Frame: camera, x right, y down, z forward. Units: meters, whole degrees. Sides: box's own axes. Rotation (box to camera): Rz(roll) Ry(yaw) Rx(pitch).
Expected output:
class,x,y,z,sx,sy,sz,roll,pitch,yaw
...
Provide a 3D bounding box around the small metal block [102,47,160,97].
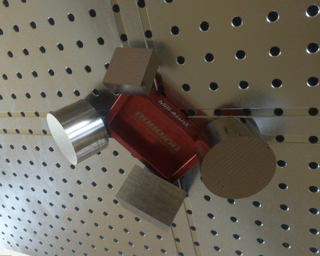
class,x,y,z,sx,sy,sz,roll,pitch,yaw
small metal block,-0.033,-0.067,0.368,0.050,0.050,0.025,9,160,23

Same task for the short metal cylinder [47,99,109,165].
class,x,y,z,sx,sy,sz,roll,pitch,yaw
short metal cylinder,-0.117,0.005,0.441,0.080,0.050,0.079,37,143,35

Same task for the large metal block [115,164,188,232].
class,x,y,z,sx,sy,sz,roll,pitch,yaw
large metal block,-0.011,0.103,0.442,0.080,0.050,0.080,27,158,10

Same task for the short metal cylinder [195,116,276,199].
class,x,y,z,sx,sy,sz,roll,pitch,yaw
short metal cylinder,0.083,0.033,0.352,0.081,0.050,0.079,-1,116,-1

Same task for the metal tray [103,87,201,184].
class,x,y,z,sx,sy,sz,roll,pitch,yaw
metal tray,-0.006,0.007,0.415,0.130,0.030,0.090,41,129,-1
